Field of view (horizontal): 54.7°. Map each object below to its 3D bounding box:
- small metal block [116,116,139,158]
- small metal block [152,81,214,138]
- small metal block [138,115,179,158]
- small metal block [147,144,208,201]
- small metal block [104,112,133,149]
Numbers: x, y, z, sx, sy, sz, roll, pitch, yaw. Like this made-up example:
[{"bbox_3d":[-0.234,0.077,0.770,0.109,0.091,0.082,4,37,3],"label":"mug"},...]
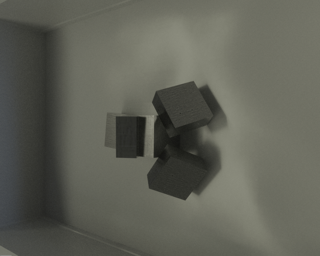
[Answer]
[{"bbox_3d":[-0.036,0.009,0.393,0.025,0.050,0.050,1,94,8],"label":"small metal block"},{"bbox_3d":[0.026,-0.023,0.362,0.050,0.050,0.025,64,157,20],"label":"small metal block"},{"bbox_3d":[-0.001,0.010,0.387,0.025,0.050,0.050,1,91,40],"label":"small metal block"},{"bbox_3d":[0.020,0.053,0.367,0.050,0.050,0.025,-58,22,23],"label":"small metal block"},{"bbox_3d":[-0.052,0.005,0.444,0.050,0.025,0.050,9,95,39],"label":"small metal block"}]
